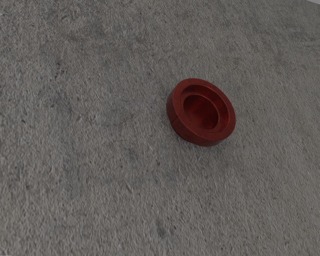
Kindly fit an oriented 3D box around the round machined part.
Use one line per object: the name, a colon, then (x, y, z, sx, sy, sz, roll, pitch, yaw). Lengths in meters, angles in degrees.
round machined part: (0.052, -0.018, 0.431, 0.099, 0.042, 0.098, 13, 56, -21)
